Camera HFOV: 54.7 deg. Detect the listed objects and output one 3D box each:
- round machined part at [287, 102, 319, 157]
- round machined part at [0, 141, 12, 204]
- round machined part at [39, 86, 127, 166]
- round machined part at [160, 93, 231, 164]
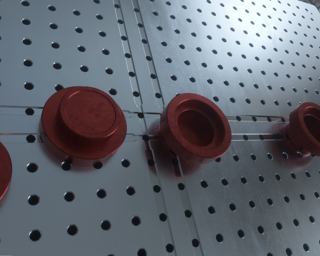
[{"bbox_3d":[0.262,0.006,0.538,0.099,0.042,0.098,14,56,-21],"label":"round machined part"},{"bbox_3d":[-0.186,0.038,0.274,0.099,0.042,0.098,14,56,-21],"label":"round machined part"},{"bbox_3d":[-0.084,-0.009,0.358,0.099,0.042,0.098,14,56,-21],"label":"round machined part"},{"bbox_3d":[0.044,0.004,0.420,0.099,0.042,0.098,14,56,-21],"label":"round machined part"}]
